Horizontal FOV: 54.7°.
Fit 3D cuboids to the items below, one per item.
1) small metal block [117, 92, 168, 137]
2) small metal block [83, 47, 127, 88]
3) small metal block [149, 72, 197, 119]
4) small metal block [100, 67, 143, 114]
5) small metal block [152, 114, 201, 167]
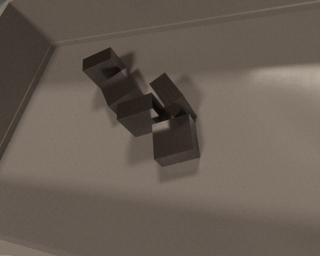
[{"bbox_3d":[-0.022,-0.016,0.410,0.050,0.050,0.025,-17,55,18],"label":"small metal block"},{"bbox_3d":[-0.086,-0.093,0.490,0.050,0.050,0.025,-19,55,16],"label":"small metal block"},{"bbox_3d":[0.017,-0.036,0.402,0.025,0.050,0.050,-36,51,4],"label":"small metal block"},{"bbox_3d":[-0.058,-0.056,0.469,0.050,0.025,0.050,-33,52,6],"label":"small metal block"},{"bbox_3d":[0.019,0.016,0.385,0.050,0.025,0.050,-16,55,18],"label":"small metal block"}]
